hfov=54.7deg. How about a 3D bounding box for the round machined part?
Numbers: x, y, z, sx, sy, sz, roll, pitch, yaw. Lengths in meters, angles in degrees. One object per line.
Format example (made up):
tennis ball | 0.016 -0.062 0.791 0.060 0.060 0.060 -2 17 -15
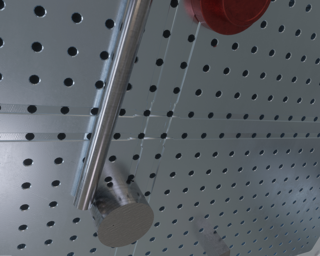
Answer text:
round machined part | 0.089 -0.155 0.353 0.099 0.042 0.097 -14 124 -21

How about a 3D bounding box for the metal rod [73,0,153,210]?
metal rod | -0.057 -0.028 0.362 0.025 0.025 0.298 6 116 -31

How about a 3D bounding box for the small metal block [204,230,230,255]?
small metal block | 0.111 0.239 0.604 0.025 0.050 0.050 -18 126 -18

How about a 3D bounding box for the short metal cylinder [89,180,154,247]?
short metal cylinder | -0.055 0.121 0.440 0.081 0.050 0.079 -14 124 -21
